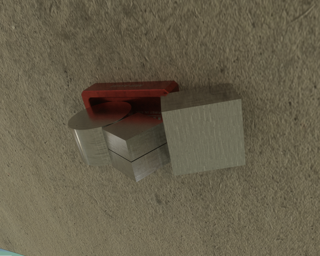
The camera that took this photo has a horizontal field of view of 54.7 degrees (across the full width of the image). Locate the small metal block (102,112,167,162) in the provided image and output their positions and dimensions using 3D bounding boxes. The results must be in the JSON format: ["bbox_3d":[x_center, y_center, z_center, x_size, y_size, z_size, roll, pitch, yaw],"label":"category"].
[{"bbox_3d":[-0.028,0.008,0.344,0.050,0.050,0.025,21,130,49],"label":"small metal block"}]

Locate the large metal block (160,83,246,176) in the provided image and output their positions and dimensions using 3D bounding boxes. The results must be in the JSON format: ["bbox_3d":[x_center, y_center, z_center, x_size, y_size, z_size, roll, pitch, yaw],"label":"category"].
[{"bbox_3d":[0.048,0.001,0.349,0.080,0.050,0.079,-10,117,3],"label":"large metal block"}]

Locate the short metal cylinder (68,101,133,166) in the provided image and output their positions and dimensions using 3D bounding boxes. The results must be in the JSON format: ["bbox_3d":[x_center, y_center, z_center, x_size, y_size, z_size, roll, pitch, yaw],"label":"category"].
[{"bbox_3d":[-0.070,0.005,0.396,0.080,0.080,0.050,1,119,27],"label":"short metal cylinder"}]

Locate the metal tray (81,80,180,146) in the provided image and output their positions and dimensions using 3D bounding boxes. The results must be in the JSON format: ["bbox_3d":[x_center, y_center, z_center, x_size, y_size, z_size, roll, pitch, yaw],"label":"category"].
[{"bbox_3d":[-0.034,-0.014,0.414,0.130,0.030,0.089,2,120,27],"label":"metal tray"}]

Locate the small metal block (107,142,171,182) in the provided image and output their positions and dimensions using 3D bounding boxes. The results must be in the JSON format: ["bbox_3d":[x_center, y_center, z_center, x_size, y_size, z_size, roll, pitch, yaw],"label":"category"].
[{"bbox_3d":[-0.023,0.031,0.355,0.050,0.050,0.025,21,130,49],"label":"small metal block"}]
